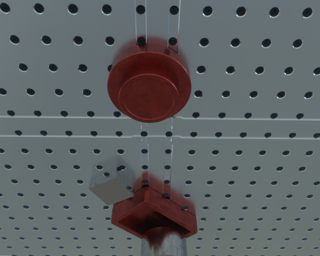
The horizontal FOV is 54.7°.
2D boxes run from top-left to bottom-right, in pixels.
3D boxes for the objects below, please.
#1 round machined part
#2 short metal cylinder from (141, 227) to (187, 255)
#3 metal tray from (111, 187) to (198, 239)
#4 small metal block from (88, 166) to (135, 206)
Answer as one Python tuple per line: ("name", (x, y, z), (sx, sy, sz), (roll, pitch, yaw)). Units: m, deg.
("round machined part", (-0.012, -0.044, 0.362), (0.099, 0.042, 0.097), (0, 130, 0))
("short metal cylinder", (0.007, 0.216, 0.539), (0.081, 0.050, 0.079), (0, 130, 0))
("metal tray", (-0.008, 0.162, 0.545), (0.090, 0.030, 0.130), (-36, 122, 26))
("small metal block", (-0.075, 0.092, 0.489), (0.050, 0.025, 0.050), (-24, 127, 18))
